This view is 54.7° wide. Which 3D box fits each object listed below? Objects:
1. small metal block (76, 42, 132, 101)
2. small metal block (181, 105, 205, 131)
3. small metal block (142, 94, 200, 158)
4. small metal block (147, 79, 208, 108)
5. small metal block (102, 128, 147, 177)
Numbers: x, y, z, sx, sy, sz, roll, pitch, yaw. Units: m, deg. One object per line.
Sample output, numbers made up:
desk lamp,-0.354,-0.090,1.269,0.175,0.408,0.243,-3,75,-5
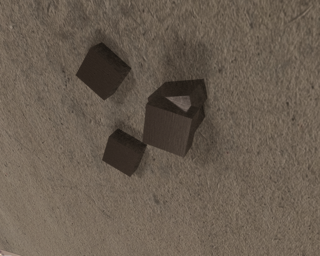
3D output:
small metal block,-0.073,-0.072,0.399,0.050,0.025,0.050,42,129,-1
small metal block,0.021,-0.012,0.371,0.050,0.050,0.025,-1,118,28
small metal block,0.011,-0.002,0.334,0.050,0.025,0.050,19,126,16
small metal block,0.021,-0.034,0.357,0.050,0.050,0.025,0,118,28
small metal block,-0.053,0.036,0.455,0.050,0.025,0.050,29,128,9
